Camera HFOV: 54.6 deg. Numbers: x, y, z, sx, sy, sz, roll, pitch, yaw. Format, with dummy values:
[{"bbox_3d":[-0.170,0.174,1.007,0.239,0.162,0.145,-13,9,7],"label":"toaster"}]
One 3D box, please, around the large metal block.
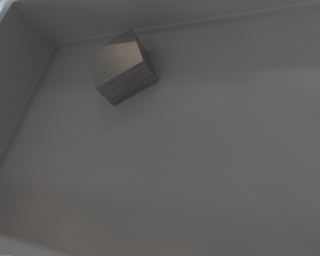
[{"bbox_3d":[-0.058,-0.093,0.478,0.080,0.050,0.080,-27,52,11],"label":"large metal block"}]
